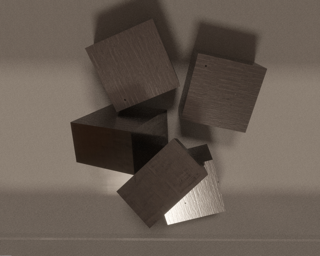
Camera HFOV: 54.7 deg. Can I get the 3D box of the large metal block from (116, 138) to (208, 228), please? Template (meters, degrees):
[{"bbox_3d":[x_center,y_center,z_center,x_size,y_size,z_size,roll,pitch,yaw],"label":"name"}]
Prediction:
[{"bbox_3d":[0.006,0.057,0.352,0.080,0.080,0.050,-43,84,2],"label":"large metal block"}]

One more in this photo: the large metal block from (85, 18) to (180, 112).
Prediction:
[{"bbox_3d":[-0.030,-0.076,0.370,0.080,0.050,0.080,-22,109,7],"label":"large metal block"}]

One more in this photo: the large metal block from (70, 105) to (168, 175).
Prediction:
[{"bbox_3d":[-0.045,0.009,0.370,0.080,0.080,0.050,8,113,27],"label":"large metal block"}]

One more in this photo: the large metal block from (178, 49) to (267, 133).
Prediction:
[{"bbox_3d":[0.073,-0.047,0.382,0.081,0.050,0.079,12,110,-5],"label":"large metal block"}]

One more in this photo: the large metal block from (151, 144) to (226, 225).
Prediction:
[{"bbox_3d":[0.038,0.077,0.427,0.080,0.050,0.080,-15,110,5],"label":"large metal block"}]
